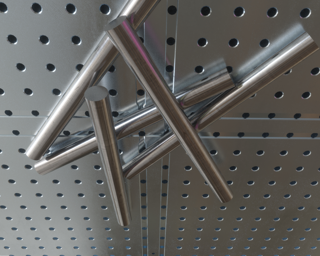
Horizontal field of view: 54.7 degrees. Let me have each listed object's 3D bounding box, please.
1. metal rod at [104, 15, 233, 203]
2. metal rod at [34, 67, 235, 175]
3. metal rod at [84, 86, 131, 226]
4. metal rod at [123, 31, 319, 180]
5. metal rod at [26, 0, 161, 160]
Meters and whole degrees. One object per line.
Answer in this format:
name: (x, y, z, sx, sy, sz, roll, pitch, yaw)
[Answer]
metal rod: (0.028, 0.001, 0.378, 0.025, 0.025, 0.300, -22, 127, 17)
metal rod: (-0.046, -0.001, 0.410, 0.300, 0.025, 0.025, -25, 126, 19)
metal rod: (-0.065, 0.063, 0.439, 0.025, 0.025, 0.298, -1, 138, 0)
metal rod: (0.058, -0.014, 0.400, 0.299, 0.025, 0.025, -37, 121, 27)
metal rod: (-0.086, -0.055, 0.363, 0.025, 0.025, 0.299, 30, 124, -24)
